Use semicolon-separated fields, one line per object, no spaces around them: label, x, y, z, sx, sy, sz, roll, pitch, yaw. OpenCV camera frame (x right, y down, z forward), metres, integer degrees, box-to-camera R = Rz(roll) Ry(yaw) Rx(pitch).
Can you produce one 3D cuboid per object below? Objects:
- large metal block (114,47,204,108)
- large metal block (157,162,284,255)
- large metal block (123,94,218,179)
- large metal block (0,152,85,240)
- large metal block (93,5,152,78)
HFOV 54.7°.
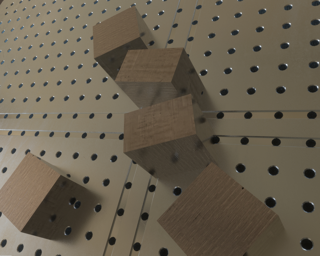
large metal block;0.002;-0.058;0.406;0.080;0.080;0.050;6;65;30
large metal block;0.059;0.094;0.303;0.080;0.050;0.080;-46;52;-5
large metal block;0.014;0.014;0.356;0.080;0.080;0.050;-16;56;19
large metal block;-0.165;0.090;0.421;0.080;0.050;0.080;23;74;36
large metal block;-0.061;-0.142;0.509;0.080;0.050;0.080;-21;54;15
